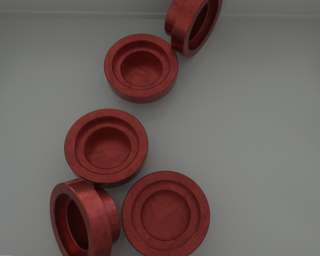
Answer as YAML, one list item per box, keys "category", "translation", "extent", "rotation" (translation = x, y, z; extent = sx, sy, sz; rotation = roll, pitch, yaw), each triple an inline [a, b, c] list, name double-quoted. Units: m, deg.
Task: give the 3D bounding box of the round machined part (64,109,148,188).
- category: "round machined part"
  translation: [-0.064, 0.028, 0.385]
  extent: [0.099, 0.042, 0.098]
  rotation: [2, 63, -3]

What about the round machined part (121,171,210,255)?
- category: "round machined part"
  translation: [0.006, 0.103, 0.363]
  extent: [0.099, 0.042, 0.098]
  rotation: [0, 70, -1]

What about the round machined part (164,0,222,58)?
- category: "round machined part"
  translation: [0.042, -0.151, 0.427]
  extent: [0.042, 0.098, 0.098]
  rotation: [33, 73, 16]

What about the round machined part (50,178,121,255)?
- category: "round machined part"
  translation: [-0.080, 0.103, 0.342]
  extent: [0.042, 0.098, 0.098]
  rotation: [-11, 66, -42]

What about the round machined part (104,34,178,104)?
- category: "round machined part"
  translation: [-0.025, -0.078, 0.429]
  extent: [0.099, 0.042, 0.098]
  rotation: [0, 70, -1]
